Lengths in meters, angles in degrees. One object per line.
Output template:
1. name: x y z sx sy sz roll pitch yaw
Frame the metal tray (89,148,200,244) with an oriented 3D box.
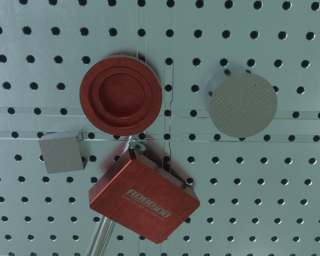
1. metal tray: -0.020 0.097 0.427 0.130 0.030 0.090 38 100 -27

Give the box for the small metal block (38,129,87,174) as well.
1. small metal block: -0.131 0.032 0.424 0.050 0.025 0.050 -7 110 2

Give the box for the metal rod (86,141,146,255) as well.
1. metal rod: -0.084 0.155 0.469 0.025 0.025 0.298 20 109 -8

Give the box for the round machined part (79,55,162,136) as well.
1. round machined part: -0.046 -0.043 0.388 0.099 0.042 0.097 0 110 0

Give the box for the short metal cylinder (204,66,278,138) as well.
1. short metal cylinder: 0.098 -0.034 0.389 0.081 0.050 0.079 0 110 -1
